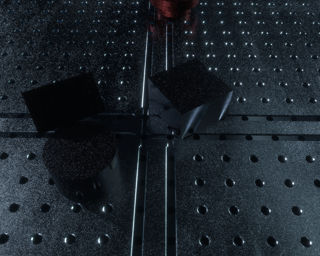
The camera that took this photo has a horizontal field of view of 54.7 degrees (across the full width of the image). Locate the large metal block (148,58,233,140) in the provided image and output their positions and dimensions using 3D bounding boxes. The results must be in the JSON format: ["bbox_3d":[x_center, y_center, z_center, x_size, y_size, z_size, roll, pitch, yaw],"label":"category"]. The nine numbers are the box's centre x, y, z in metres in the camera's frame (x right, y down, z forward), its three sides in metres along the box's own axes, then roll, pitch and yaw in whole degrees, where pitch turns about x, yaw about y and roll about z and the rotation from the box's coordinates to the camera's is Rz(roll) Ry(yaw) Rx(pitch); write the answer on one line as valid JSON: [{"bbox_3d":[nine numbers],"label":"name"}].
[{"bbox_3d":[0.039,-0.042,0.427,0.081,0.050,0.080,-26,55,-20],"label":"large metal block"}]

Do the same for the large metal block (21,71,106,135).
[{"bbox_3d":[-0.122,-0.034,0.393,0.081,0.050,0.080,-22,13,-17],"label":"large metal block"}]

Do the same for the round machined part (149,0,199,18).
[{"bbox_3d":[0.028,-0.254,0.610,0.099,0.042,0.098,0,50,0],"label":"round machined part"}]

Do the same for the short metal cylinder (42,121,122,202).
[{"bbox_3d":[-0.087,0.038,0.359,0.080,0.050,0.080,0,50,0],"label":"short metal cylinder"}]
